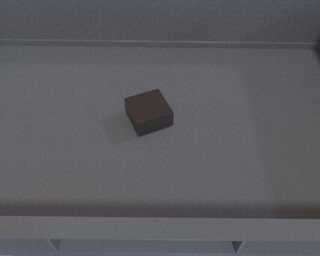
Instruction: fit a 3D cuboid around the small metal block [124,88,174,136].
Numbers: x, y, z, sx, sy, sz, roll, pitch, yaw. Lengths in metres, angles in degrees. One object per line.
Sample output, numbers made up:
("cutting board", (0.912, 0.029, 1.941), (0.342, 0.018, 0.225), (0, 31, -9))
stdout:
("small metal block", (-0.015, -0.022, 0.419), (0.050, 0.025, 0.050), (-18, 53, -15))
